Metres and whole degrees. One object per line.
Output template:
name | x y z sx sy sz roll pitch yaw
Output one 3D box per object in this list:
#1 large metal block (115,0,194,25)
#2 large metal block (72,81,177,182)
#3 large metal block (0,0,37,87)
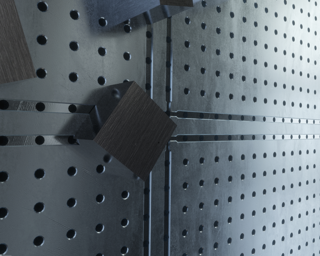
large metal block | -0.012 -0.172 0.361 0.050 0.080 0.080 -15 100 -39
large metal block | -0.038 0.004 0.360 0.080 0.050 0.080 45 63 -31
large metal block | -0.162 -0.071 0.257 0.081 0.050 0.080 -21 104 -38
